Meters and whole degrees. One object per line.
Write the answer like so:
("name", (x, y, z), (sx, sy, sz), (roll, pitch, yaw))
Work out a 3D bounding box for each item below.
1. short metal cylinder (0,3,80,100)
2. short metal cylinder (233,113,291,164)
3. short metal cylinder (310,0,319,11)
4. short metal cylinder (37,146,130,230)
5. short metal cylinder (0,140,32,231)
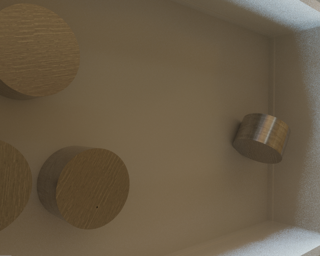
("short metal cylinder", (-0.123, -0.067, 0.288), (0.081, 0.050, 0.079), (0, 90, -40))
("short metal cylinder", (0.169, 0.018, 0.516), (0.080, 0.080, 0.050), (41, 65, -33))
("short metal cylinder", (0.394, -0.304, 0.708), (0.050, 0.080, 0.080), (17, 80, -39))
("short metal cylinder", (-0.080, 0.060, 0.325), (0.081, 0.050, 0.079), (0, 90, -40))
("short metal cylinder", (-0.157, 0.046, 0.260), (0.081, 0.050, 0.079), (0, 90, -40))
